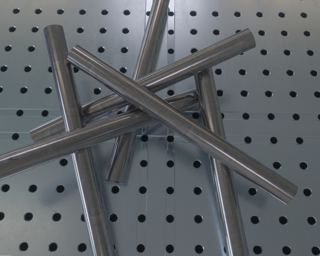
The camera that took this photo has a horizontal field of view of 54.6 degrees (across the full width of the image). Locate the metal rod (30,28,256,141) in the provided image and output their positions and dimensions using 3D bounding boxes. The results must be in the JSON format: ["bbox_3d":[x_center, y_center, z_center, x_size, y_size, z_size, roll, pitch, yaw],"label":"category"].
[{"bbox_3d":[-0.026,-0.049,0.392,0.301,0.025,0.025,-24,71,6],"label":"metal rod"}]

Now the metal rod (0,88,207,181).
[{"bbox_3d":[-0.060,0.001,0.362,0.302,0.025,0.025,-21,70,-27],"label":"metal rod"}]

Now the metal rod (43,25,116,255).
[{"bbox_3d":[-0.096,0.020,0.370,0.025,0.025,0.299,-14,83,-5],"label":"metal rod"}]

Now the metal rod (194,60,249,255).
[{"bbox_3d":[0.075,0.049,0.377,0.025,0.025,0.299,-8,77,-3],"label":"metal rod"}]

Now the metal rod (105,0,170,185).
[{"bbox_3d":[-0.026,-0.070,0.437,0.025,0.025,0.299,11,70,4],"label":"metal rod"}]

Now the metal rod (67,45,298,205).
[{"bbox_3d":[0.021,-0.007,0.361,0.301,0.025,0.025,33,73,5],"label":"metal rod"}]
